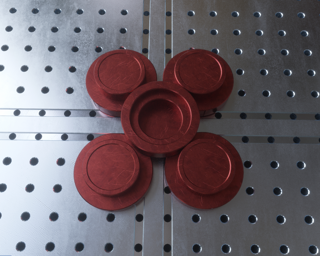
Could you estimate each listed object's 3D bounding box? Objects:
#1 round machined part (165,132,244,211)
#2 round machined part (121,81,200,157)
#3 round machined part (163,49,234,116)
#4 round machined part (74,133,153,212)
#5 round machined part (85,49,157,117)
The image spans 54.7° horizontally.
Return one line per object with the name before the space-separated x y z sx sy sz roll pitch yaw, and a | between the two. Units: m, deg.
round machined part | 0.055 0.051 0.384 0.099 0.042 0.098 0 70 -1
round machined part | 0.001 -0.009 0.404 0.099 0.042 0.098 0 70 -1
round machined part | 0.053 -0.069 0.428 0.099 0.042 0.098 0 70 -1
round machined part | -0.058 0.052 0.383 0.099 0.042 0.098 0 70 -1
round machined part | -0.053 -0.068 0.426 0.099 0.042 0.098 0 70 -1
